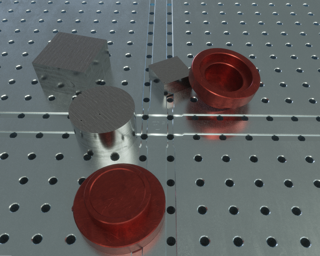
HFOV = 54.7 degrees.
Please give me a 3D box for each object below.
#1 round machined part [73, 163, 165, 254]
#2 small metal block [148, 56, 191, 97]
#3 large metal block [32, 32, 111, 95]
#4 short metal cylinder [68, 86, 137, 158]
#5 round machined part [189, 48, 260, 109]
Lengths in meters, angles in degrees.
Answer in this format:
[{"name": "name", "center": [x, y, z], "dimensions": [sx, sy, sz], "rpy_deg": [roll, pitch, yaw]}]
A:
[{"name": "round machined part", "center": [-0.043, 0.078, 0.331], "dimensions": [0.099, 0.042, 0.098], "rpy_deg": [0, 50, 0]}, {"name": "small metal block", "center": [0.016, -0.080, 0.475], "dimensions": [0.050, 0.025, 0.050], "rpy_deg": [-22, 53, -18]}, {"name": "large metal block", "center": [-0.130, -0.097, 0.472], "dimensions": [0.080, 0.050, 0.080], "rpy_deg": [12, 51, 10]}, {"name": "short metal cylinder", "center": [-0.071, -0.009, 0.398], "dimensions": [0.081, 0.050, 0.080], "rpy_deg": [0, 50, 0]}, {"name": "round machined part", "center": [0.089, -0.066, 0.446], "dimensions": [0.099, 0.042, 0.098], "rpy_deg": [5, 54, -7]}]
